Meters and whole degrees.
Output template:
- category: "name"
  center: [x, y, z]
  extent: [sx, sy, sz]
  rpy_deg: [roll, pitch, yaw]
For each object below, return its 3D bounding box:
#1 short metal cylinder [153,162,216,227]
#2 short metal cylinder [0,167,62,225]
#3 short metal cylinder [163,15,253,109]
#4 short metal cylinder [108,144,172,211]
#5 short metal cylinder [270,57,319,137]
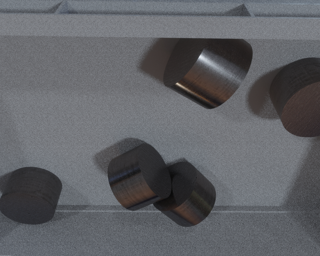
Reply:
- category: "short metal cylinder"
  center: [0.034, 0.097, 0.455]
  extent: [0.080, 0.080, 0.050]
  rpy_deg: [-30, 124, 23]
- category: "short metal cylinder"
  center: [-0.199, 0.106, 0.481]
  extent: [0.081, 0.050, 0.079]
  rpy_deg: [0, 130, 0]
- category: "short metal cylinder"
  center: [0.047, -0.066, 0.317]
  extent: [0.050, 0.080, 0.080]
  rpy_deg: [27, 125, -21]
- category: "short metal cylinder"
  center: [-0.027, 0.068, 0.431]
  extent: [0.050, 0.080, 0.080]
  rpy_deg: [-27, 125, 21]
- category: "short metal cylinder"
  center: [0.177, -0.035, 0.364]
  extent: [0.081, 0.050, 0.079]
  rpy_deg: [0, 130, 0]
